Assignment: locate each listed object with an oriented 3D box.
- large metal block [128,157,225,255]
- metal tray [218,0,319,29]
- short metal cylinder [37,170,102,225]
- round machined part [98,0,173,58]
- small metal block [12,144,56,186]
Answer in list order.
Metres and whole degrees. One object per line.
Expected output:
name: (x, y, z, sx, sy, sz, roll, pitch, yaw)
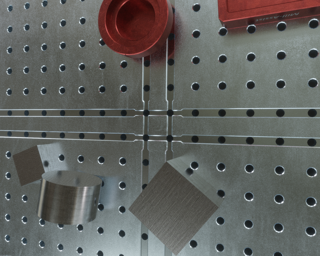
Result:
large metal block: (0.022, 0.095, 0.391, 0.080, 0.050, 0.080, 41, 103, 15)
metal tray: (0.134, -0.174, 0.362, 0.130, 0.030, 0.089, -3, 89, 19)
short metal cylinder: (-0.124, 0.093, 0.427, 0.080, 0.080, 0.050, 11, 94, 19)
round machined part: (-0.029, -0.142, 0.414, 0.098, 0.042, 0.097, 0, 90, 20)
small metal block: (-0.194, 0.057, 0.481, 0.050, 0.025, 0.050, -21, 83, 18)
